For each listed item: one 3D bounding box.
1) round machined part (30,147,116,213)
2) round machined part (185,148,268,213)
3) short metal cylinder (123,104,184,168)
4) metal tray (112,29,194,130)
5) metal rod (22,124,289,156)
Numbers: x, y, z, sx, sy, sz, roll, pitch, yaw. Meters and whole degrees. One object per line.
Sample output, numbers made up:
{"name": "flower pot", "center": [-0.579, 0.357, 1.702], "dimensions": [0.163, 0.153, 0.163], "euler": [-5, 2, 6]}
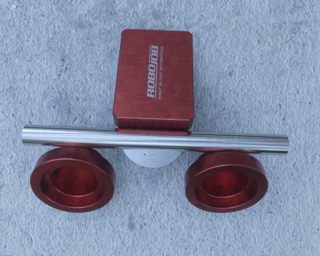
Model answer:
{"name": "round machined part", "center": [-0.104, 0.059, 0.385], "dimensions": [0.099, 0.042, 0.097], "euler": [-1, 129, -1]}
{"name": "round machined part", "center": [0.080, 0.061, 0.386], "dimensions": [0.099, 0.042, 0.097], "euler": [0, 133, 0]}
{"name": "short metal cylinder", "center": [-0.009, 0.008, 0.399], "dimensions": [0.081, 0.050, 0.079], "euler": [0, 90, -1]}
{"name": "metal tray", "center": [-0.006, -0.062, 0.381], "dimensions": [0.091, 0.030, 0.130], "euler": [2, 64, -1]}
{"name": "metal rod", "center": [-0.004, 0.014, 0.362], "dimensions": [0.302, 0.025, 0.025], "euler": [2, 90, -1]}
